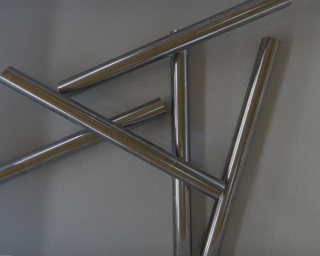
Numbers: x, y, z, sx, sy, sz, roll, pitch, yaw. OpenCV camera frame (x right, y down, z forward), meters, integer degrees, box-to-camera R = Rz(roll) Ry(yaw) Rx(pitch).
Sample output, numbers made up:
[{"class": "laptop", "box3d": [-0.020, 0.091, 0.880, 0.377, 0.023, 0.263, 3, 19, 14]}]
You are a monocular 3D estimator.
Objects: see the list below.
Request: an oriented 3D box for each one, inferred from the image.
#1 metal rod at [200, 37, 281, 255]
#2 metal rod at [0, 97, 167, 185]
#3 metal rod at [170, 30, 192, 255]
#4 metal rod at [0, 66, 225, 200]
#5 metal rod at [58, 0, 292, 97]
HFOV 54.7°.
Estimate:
[{"class": "metal rod", "box3d": [0.106, 0.027, 0.411, 0.025, 0.025, 0.298, 16, 90, 0]}, {"class": "metal rod", "box3d": [-0.134, 0.029, 0.410, 0.301, 0.025, 0.025, -23, 90, 0]}, {"class": "metal rod", "box3d": [0.028, 0.022, 0.411, 0.025, 0.025, 0.298, -1, 90, 0]}, {"class": "metal rod", "box3d": [-0.057, 0.007, 0.384, 0.301, 0.025, 0.025, 29, 90, 0]}, {"class": "metal rod", "box3d": [0.010, -0.103, 0.387, 0.301, 0.025, 0.025, -21, 90, 9]}]
